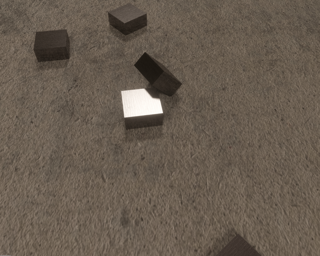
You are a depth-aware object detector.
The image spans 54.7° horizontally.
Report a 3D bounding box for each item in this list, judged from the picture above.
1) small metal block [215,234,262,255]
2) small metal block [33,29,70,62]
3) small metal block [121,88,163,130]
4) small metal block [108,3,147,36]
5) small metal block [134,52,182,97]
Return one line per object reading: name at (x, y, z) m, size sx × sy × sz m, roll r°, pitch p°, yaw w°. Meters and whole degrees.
small metal block at (0.074, 0.138, 0.288) m, size 0.050 × 0.025 × 0.050 m, roll -33°, pitch 58°, yaw -25°
small metal block at (-0.179, -0.138, 0.517) m, size 0.050 × 0.025 × 0.050 m, roll -7°, pitch 51°, yaw -7°
small metal block at (-0.025, -0.027, 0.426) m, size 0.050 × 0.025 × 0.050 m, roll -7°, pitch 51°, yaw -6°
small metal block at (-0.060, -0.202, 0.572) m, size 0.050 × 0.025 × 0.050 m, roll -34°, pitch 58°, yaw -26°
small metal block at (-0.002, -0.077, 0.449) m, size 0.025 × 0.050 × 0.050 m, roll -48°, pitch 56°, yaw 13°
